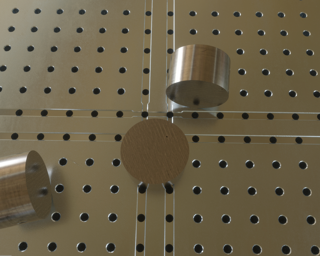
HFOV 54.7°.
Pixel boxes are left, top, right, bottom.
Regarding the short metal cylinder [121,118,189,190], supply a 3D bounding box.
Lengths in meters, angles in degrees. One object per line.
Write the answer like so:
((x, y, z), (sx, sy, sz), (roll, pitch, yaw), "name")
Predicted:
((-0.006, 0.034, 0.386), (0.081, 0.050, 0.080), (0, 70, 0), "short metal cylinder")

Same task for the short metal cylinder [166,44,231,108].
((0.051, -0.065, 0.407), (0.080, 0.080, 0.050), (7, 70, 2), "short metal cylinder")

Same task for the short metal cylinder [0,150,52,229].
((-0.164, 0.070, 0.356), (0.050, 0.080, 0.080), (-12, 71, -4), "short metal cylinder")
